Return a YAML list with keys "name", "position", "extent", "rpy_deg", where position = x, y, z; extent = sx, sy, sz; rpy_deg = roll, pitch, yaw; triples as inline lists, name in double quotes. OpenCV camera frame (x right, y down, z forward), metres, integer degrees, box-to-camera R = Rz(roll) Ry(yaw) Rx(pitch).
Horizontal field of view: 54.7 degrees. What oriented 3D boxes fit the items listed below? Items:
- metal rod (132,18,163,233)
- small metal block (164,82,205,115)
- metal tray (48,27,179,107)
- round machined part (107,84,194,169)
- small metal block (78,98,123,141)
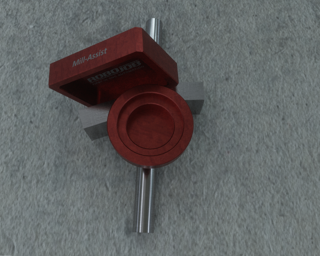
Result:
- name: "metal rod"
  position: [-0.014, -0.017, 0.415]
  extent: [0.025, 0.025, 0.299]
  rpy_deg: [2, 70, 0]
- name: "small metal block"
  position: [0.030, -0.038, 0.410]
  extent: [0.050, 0.050, 0.025]
  rpy_deg: [-1, 70, -1]
- name: "metal tray"
  position: [-0.055, -0.064, 0.373]
  extent: [0.130, 0.090, 0.030]
  rpy_deg: [-15, 67, 26]
- name: "round machined part"
  position: [-0.011, 0.000, 0.371]
  extent: [0.099, 0.042, 0.098]
  rpy_deg: [1, 73, -2]
- name: "small metal block"
  position: [-0.072, -0.010, 0.399]
  extent: [0.050, 0.050, 0.025]
  rpy_deg: [-18, 71, -7]
